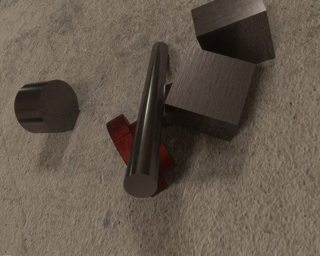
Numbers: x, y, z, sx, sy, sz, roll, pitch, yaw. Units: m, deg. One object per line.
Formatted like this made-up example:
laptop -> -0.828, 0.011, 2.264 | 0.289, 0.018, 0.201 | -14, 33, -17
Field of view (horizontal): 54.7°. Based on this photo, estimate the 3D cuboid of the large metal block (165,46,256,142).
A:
large metal block -> 0.058, -0.040, 0.363 | 0.080, 0.050, 0.080 | 18, 69, 10

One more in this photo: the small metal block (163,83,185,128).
small metal block -> 0.012, -0.031, 0.415 | 0.050, 0.025, 0.050 | -16, 55, 18

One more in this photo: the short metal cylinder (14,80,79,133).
short metal cylinder -> -0.172, -0.032, 0.476 | 0.050, 0.080, 0.080 | -2, 61, 27

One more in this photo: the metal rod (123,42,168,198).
metal rod -> -0.007, -0.039, 0.354 | 0.025, 0.025, 0.300 | -20, 30, 16

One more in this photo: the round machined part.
round machined part -> -0.016, 0.025, 0.350 | 0.042, 0.098, 0.098 | -32, 52, -2

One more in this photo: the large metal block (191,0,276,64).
large metal block -> 0.094, -0.119, 0.392 | 0.080, 0.080, 0.050 | -17, 55, 18
